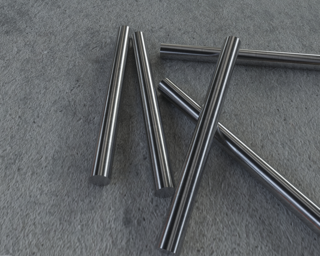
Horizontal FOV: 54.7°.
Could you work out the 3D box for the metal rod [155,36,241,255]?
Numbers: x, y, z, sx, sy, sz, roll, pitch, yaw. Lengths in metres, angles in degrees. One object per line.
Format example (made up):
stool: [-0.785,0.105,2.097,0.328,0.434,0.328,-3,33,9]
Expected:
metal rod: [0.056,-0.001,0.374,0.025,0.025,0.300,15,60,12]

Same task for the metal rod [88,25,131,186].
metal rod: [-0.065,-0.055,0.448,0.025,0.025,0.300,1,50,1]

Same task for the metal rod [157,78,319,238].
metal rod: [0.097,0.029,0.379,0.025,0.025,0.300,-30,57,-23]

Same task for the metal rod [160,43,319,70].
metal rod: [0.151,-0.113,0.499,0.302,0.025,0.025,5,50,4]

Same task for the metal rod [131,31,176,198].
metal rod: [-0.016,-0.042,0.438,0.025,0.025,0.300,-6,50,-5]
